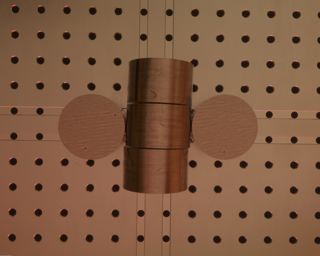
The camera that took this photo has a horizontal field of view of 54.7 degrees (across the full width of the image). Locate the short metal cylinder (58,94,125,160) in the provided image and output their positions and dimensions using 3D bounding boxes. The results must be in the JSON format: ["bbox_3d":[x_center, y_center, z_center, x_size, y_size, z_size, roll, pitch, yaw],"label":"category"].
[{"bbox_3d":[-0.083,-0.001,0.399,0.081,0.050,0.079,0,90,-1],"label":"short metal cylinder"}]

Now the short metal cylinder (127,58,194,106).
[{"bbox_3d":[0.001,-0.054,0.385,0.081,0.080,0.050,3,90,-1],"label":"short metal cylinder"}]

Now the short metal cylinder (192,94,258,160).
[{"bbox_3d":[0.079,-0.001,0.401,0.081,0.050,0.079,0,90,-1],"label":"short metal cylinder"}]

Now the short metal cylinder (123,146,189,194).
[{"bbox_3d":[-0.005,0.049,0.385,0.081,0.080,0.050,1,90,-1],"label":"short metal cylinder"}]

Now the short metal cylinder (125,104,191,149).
[{"bbox_3d":[-0.002,-0.002,0.385,0.081,0.080,0.050,2,90,-1],"label":"short metal cylinder"}]
